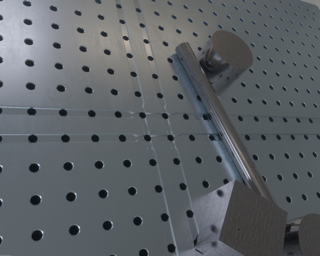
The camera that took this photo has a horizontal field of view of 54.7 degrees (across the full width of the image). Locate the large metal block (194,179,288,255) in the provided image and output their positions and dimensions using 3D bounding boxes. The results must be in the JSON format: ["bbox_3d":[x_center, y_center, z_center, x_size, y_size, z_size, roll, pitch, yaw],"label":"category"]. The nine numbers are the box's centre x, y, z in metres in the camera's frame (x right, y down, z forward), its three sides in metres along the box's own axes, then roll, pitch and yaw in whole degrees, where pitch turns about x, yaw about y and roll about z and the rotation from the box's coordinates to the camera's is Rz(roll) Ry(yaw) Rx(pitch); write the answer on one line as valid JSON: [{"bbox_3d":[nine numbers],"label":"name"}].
[{"bbox_3d":[0.099,0.122,0.371,0.080,0.050,0.080,33,51,-7],"label":"large metal block"}]

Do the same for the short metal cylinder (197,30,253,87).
[{"bbox_3d":[0.108,-0.117,0.522,0.081,0.050,0.080,14,56,-21],"label":"short metal cylinder"}]

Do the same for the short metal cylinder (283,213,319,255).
[{"bbox_3d":[0.191,0.157,0.400,0.081,0.050,0.080,14,56,-21],"label":"short metal cylinder"}]

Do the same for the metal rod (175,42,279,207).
[{"bbox_3d":[0.096,-0.004,0.462,0.025,0.025,0.299,-12,68,-33],"label":"metal rod"}]
